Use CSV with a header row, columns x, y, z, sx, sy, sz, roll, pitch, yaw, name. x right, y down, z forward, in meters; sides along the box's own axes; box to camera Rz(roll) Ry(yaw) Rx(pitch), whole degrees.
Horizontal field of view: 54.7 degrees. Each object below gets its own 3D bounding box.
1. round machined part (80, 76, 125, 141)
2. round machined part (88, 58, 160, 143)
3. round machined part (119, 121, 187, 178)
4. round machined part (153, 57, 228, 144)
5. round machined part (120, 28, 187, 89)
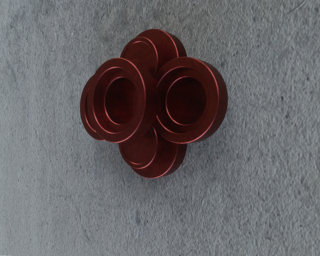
x,y,z,sx,sy,sz,roll,pitch,yaw,name
-0.069,-0.031,0.450,0.098,0.042,0.097,0,90,39,round machined part
-0.039,-0.032,0.371,0.098,0.042,0.097,0,91,39,round machined part
-0.016,0.018,0.407,0.098,0.042,0.097,0,90,39,round machined part
0.036,-0.031,0.364,0.098,0.042,0.097,0,90,39,round machined part
-0.016,-0.081,0.406,0.098,0.042,0.097,0,90,39,round machined part
